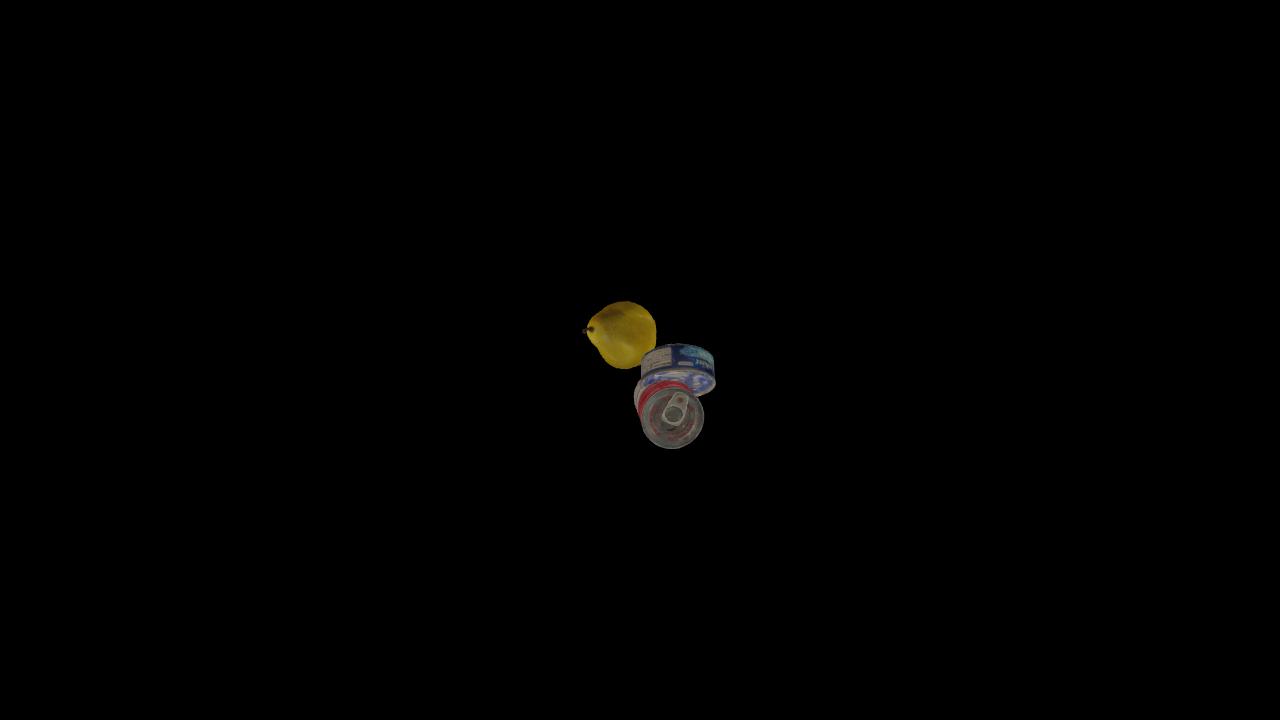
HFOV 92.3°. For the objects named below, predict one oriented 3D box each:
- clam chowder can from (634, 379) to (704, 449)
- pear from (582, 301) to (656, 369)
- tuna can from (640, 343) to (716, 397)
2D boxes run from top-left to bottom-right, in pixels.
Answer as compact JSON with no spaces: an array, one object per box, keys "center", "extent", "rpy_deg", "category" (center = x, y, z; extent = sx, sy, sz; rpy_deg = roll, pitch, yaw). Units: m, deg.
[{"center":[0.029,0.052,0.693],"extent":[0.068,0.068,0.102],"rpy_deg":[0,11,-6],"category":"clam chowder can"},{"center":[-0.033,-0.035,0.706],"extent":[0.080,0.080,0.111],"rpy_deg":[0,-14,38],"category":"pear"},{"center":[0.042,0.014,0.689],"extent":[0.084,0.034,0.084],"rpy_deg":[0,-25,0],"category":"tuna can"}]
